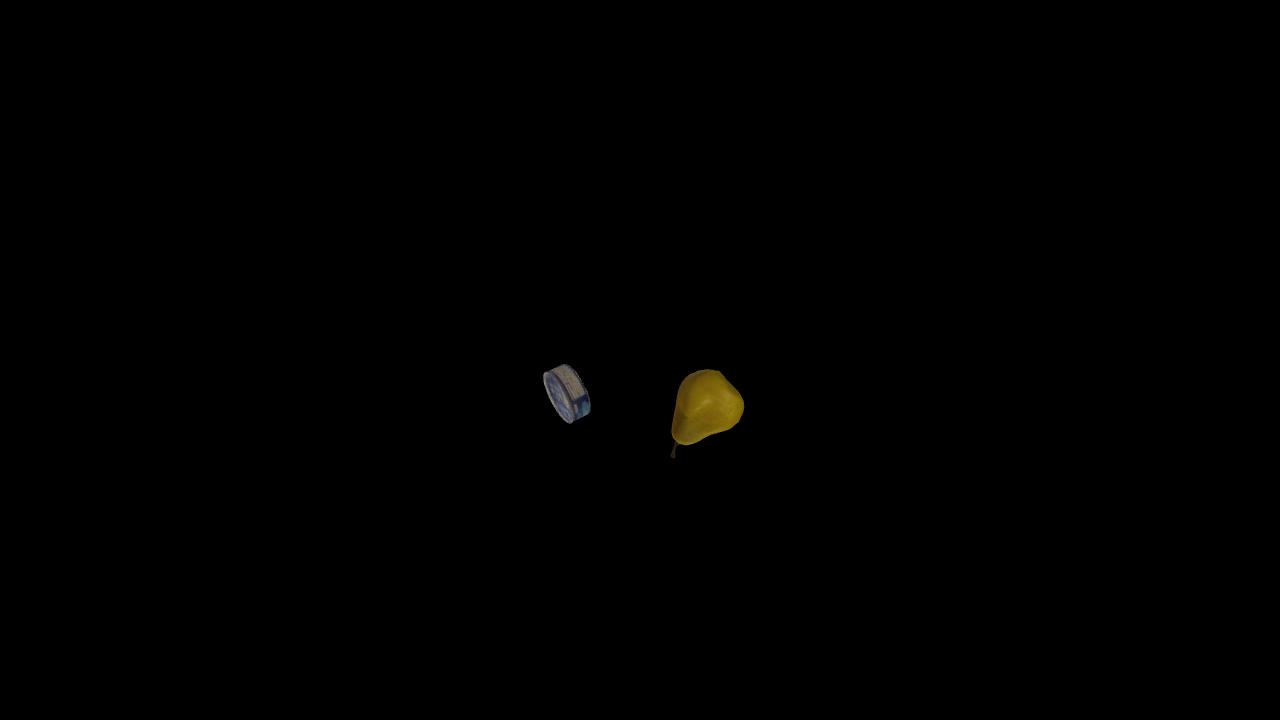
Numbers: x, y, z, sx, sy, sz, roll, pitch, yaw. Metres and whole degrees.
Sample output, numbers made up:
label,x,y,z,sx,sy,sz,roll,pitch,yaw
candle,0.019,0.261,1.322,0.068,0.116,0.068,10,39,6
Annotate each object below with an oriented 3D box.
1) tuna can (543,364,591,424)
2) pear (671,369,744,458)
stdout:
label,x,y,z,sx,sy,sz,roll,pitch,yaw
tuna can,-0.107,0.049,0.899,0.034,0.084,0.084,-27,11,-24
pear,0.066,0.064,0.728,0.111,0.080,0.080,-41,-6,7
